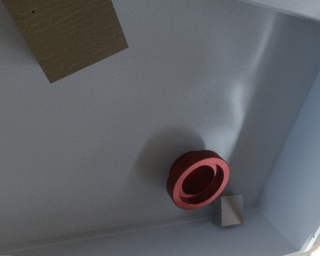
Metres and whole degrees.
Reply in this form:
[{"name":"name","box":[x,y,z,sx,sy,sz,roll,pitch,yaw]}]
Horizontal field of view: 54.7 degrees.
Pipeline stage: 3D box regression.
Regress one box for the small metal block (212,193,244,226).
[{"name":"small metal block","box":[0.121,0.144,0.552,0.050,0.025,0.050,2,84,-30]}]

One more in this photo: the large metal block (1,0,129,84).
[{"name":"large metal block","box":[-0.086,-0.100,0.284,0.080,0.050,0.080,-28,128,-11]}]

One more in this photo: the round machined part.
[{"name":"round machined part","box":[0.054,0.074,0.475,0.099,0.042,0.097,-14,125,-21]}]
